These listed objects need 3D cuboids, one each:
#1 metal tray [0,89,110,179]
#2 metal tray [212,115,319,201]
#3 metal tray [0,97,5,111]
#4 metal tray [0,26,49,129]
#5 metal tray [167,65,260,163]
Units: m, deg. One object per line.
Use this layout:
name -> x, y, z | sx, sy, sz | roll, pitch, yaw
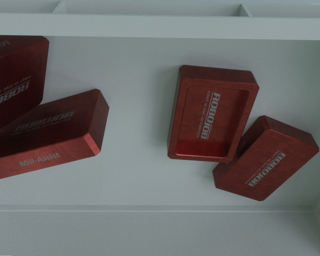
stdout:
metal tray -> -0.131, 0.005, 0.368 | 0.130, 0.090, 0.030 | -14, 129, 11
metal tray -> 0.148, 0.049, 0.450 | 0.091, 0.030, 0.129 | 19, 127, -17
metal tray -> -0.238, 0.011, 0.335 | 0.030, 0.090, 0.130 | 38, 91, -2
metal tray -> -0.168, -0.038, 0.304 | 0.030, 0.131, 0.089 | 29, 128, 7
metal tray -> 0.061, -0.013, 0.395 | 0.091, 0.030, 0.129 | 4, 130, -4
